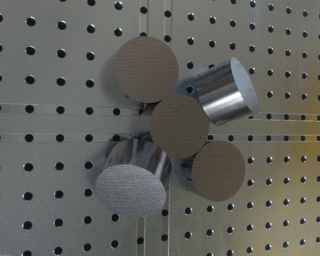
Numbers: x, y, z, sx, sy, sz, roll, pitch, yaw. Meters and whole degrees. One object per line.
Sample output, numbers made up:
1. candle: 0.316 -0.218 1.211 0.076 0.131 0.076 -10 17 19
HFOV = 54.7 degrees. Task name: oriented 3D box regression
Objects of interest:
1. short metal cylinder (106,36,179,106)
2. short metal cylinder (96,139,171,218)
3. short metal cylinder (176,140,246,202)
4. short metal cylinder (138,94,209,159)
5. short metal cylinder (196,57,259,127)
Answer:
1. short metal cylinder: -0.023 -0.070 0.391 0.081 0.050 0.079 0 90 -21
2. short metal cylinder: -0.029 0.060 0.367 0.080 0.050 0.079 4 121 7
3. short metal cylinder: 0.069 0.056 0.426 0.081 0.050 0.079 0 90 -21
4. short metal cylinder: 0.017 -0.002 0.406 0.081 0.050 0.079 0 90 -21
5. short metal cylinder: 0.091 -0.047 0.412 0.080 0.050 0.080 36 42 -41
